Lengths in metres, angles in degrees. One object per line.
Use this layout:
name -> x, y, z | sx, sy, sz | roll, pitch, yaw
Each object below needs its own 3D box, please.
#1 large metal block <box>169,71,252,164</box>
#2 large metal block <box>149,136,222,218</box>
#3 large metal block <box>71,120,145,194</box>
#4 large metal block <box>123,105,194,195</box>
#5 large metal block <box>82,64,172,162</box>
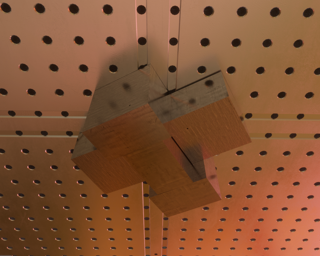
large metal block -> 0.057, -0.010, 0.386 | 0.080, 0.050, 0.080 | -23, 129, 18
large metal block -> 0.033, 0.066, 0.432 | 0.080, 0.080, 0.050 | -23, 126, 17
large metal block -> -0.060, 0.038, 0.428 | 0.080, 0.050, 0.080 | -21, 127, 17
large metal block -> 0.000, 0.024, 0.395 | 0.050, 0.080, 0.080 | -23, 127, 18
large metal block -> -0.035, -0.018, 0.359 | 0.080, 0.080, 0.050 | -22, 126, 18
